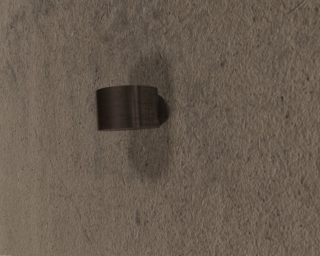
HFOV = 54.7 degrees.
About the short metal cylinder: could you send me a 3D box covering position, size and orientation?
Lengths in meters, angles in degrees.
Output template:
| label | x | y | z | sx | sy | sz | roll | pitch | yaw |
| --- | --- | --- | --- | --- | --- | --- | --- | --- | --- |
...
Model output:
| label | x | y | z | sx | sy | sz | roll | pitch | yaw |
| --- | --- | --- | --- | --- | --- | --- | --- | --- | --- |
| short metal cylinder | -0.042 | -0.023 | 0.401 | 0.080 | 0.081 | 0.050 | -5 | 87 | 39 |
